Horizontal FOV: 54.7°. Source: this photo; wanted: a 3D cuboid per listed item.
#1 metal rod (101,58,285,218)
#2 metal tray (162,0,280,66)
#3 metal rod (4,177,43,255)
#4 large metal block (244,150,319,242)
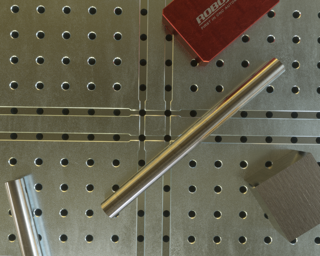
[{"bbox_3d":[0.044,0.013,0.413,0.300,0.025,0.025,-40,91,-1],"label":"metal rod"},{"bbox_3d":[0.079,-0.158,0.412,0.130,0.030,0.090,-41,91,-1],"label":"metal tray"},{"bbox_3d":[-0.158,0.214,0.411,0.025,0.025,0.298,-14,90,0],"label":"metal rod"},{"bbox_3d":[0.172,0.085,0.403,0.080,0.050,0.080,-32,90,0],"label":"large metal block"}]
